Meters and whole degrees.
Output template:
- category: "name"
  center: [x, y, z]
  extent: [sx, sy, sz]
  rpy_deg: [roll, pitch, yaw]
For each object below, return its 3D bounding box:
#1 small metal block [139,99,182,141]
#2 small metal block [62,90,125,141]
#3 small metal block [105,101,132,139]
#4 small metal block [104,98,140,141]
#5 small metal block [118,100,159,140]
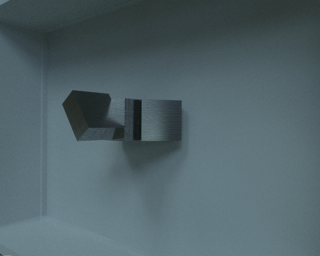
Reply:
- category: "small metal block"
  center: [-0.001, -0.009, 0.386]
  extent: [0.025, 0.050, 0.050]
  rpy_deg: [-178, 88, -74]
- category: "small metal block"
  center: [-0.075, -0.014, 0.352]
  extent: [0.025, 0.050, 0.050]
  rpy_deg: [-43, 64, 32]
- category: "small metal block"
  center: [-0.057, -0.011, 0.432]
  extent: [0.025, 0.050, 0.050]
  rpy_deg: [1, 91, 7]
- category: "small metal block"
  center: [-0.052, -0.010, 0.381]
  extent: [0.050, 0.025, 0.050]
  rpy_deg: [1, 90, 40]
- category: "small metal block"
  center: [-0.028, -0.010, 0.411]
  extent: [0.025, 0.050, 0.050]
  rpy_deg: [1, 91, 40]
